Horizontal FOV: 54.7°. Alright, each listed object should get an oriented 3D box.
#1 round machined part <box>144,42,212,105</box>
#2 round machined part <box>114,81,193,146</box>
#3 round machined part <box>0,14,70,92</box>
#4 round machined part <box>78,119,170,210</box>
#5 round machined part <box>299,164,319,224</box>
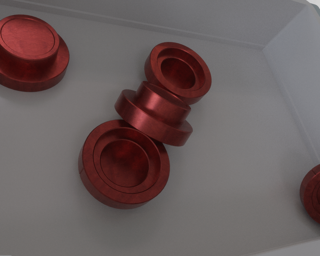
[{"bbox_3d":[0.022,-0.074,0.452,0.099,0.042,0.098,14,56,-21],"label":"round machined part"},{"bbox_3d":[-0.002,-0.022,0.376,0.098,0.042,0.098,28,15,-8],"label":"round machined part"},{"bbox_3d":[-0.158,-0.095,0.368,0.099,0.042,0.098,14,56,-21],"label":"round machined part"},{"bbox_3d":[-0.042,0.043,0.346,0.099,0.042,0.098,14,56,-21],"label":"round machined part"},{"bbox_3d":[0.255,0.092,0.452,0.098,0.098,0.042,39,15,-2],"label":"round machined part"}]
